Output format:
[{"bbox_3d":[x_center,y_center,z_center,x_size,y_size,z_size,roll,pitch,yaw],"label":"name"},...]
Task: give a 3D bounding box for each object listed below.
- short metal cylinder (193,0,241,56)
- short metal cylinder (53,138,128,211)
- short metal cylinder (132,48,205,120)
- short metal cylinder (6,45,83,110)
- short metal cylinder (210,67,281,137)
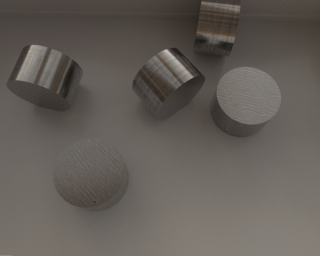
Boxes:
[{"bbox_3d":[0.078,-0.144,0.434,0.050,0.080,0.080,9,70,3],"label":"short metal cylinder"},{"bbox_3d":[-0.080,0.058,0.374,0.081,0.050,0.080,0,70,0],"label":"short metal cylinder"},{"bbox_3d":[0.011,-0.056,0.401,0.080,0.080,0.050,-37,75,-13],"label":"short metal cylinder"},{"bbox_3d":[-0.147,-0.063,0.402,0.080,0.080,0.050,13,71,4],"label":"short metal cylinder"},{"bbox_3d":[0.111,-0.033,0.410,0.081,0.050,0.080,0,70,0],"label":"short metal cylinder"}]
